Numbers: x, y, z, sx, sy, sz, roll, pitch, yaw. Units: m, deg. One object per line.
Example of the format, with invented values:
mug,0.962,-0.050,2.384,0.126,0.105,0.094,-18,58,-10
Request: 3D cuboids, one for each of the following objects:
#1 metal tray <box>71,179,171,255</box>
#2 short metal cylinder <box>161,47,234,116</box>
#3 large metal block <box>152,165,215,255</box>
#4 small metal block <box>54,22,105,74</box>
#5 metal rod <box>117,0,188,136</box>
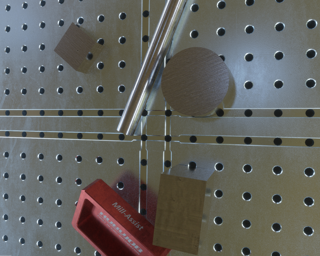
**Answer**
metal tray,-0.055,0.139,0.407,0.130,0.030,0.089,38,130,15
short metal cylinder,0.048,-0.054,0.382,0.080,0.050,0.079,0,90,19
large metal block,0.032,0.091,0.370,0.050,0.080,0.079,7,92,16
small metal block,-0.118,-0.116,0.453,0.050,0.025,0.050,42,103,15
metal rod,0.008,-0.131,0.408,0.025,0.025,0.298,25,98,18
